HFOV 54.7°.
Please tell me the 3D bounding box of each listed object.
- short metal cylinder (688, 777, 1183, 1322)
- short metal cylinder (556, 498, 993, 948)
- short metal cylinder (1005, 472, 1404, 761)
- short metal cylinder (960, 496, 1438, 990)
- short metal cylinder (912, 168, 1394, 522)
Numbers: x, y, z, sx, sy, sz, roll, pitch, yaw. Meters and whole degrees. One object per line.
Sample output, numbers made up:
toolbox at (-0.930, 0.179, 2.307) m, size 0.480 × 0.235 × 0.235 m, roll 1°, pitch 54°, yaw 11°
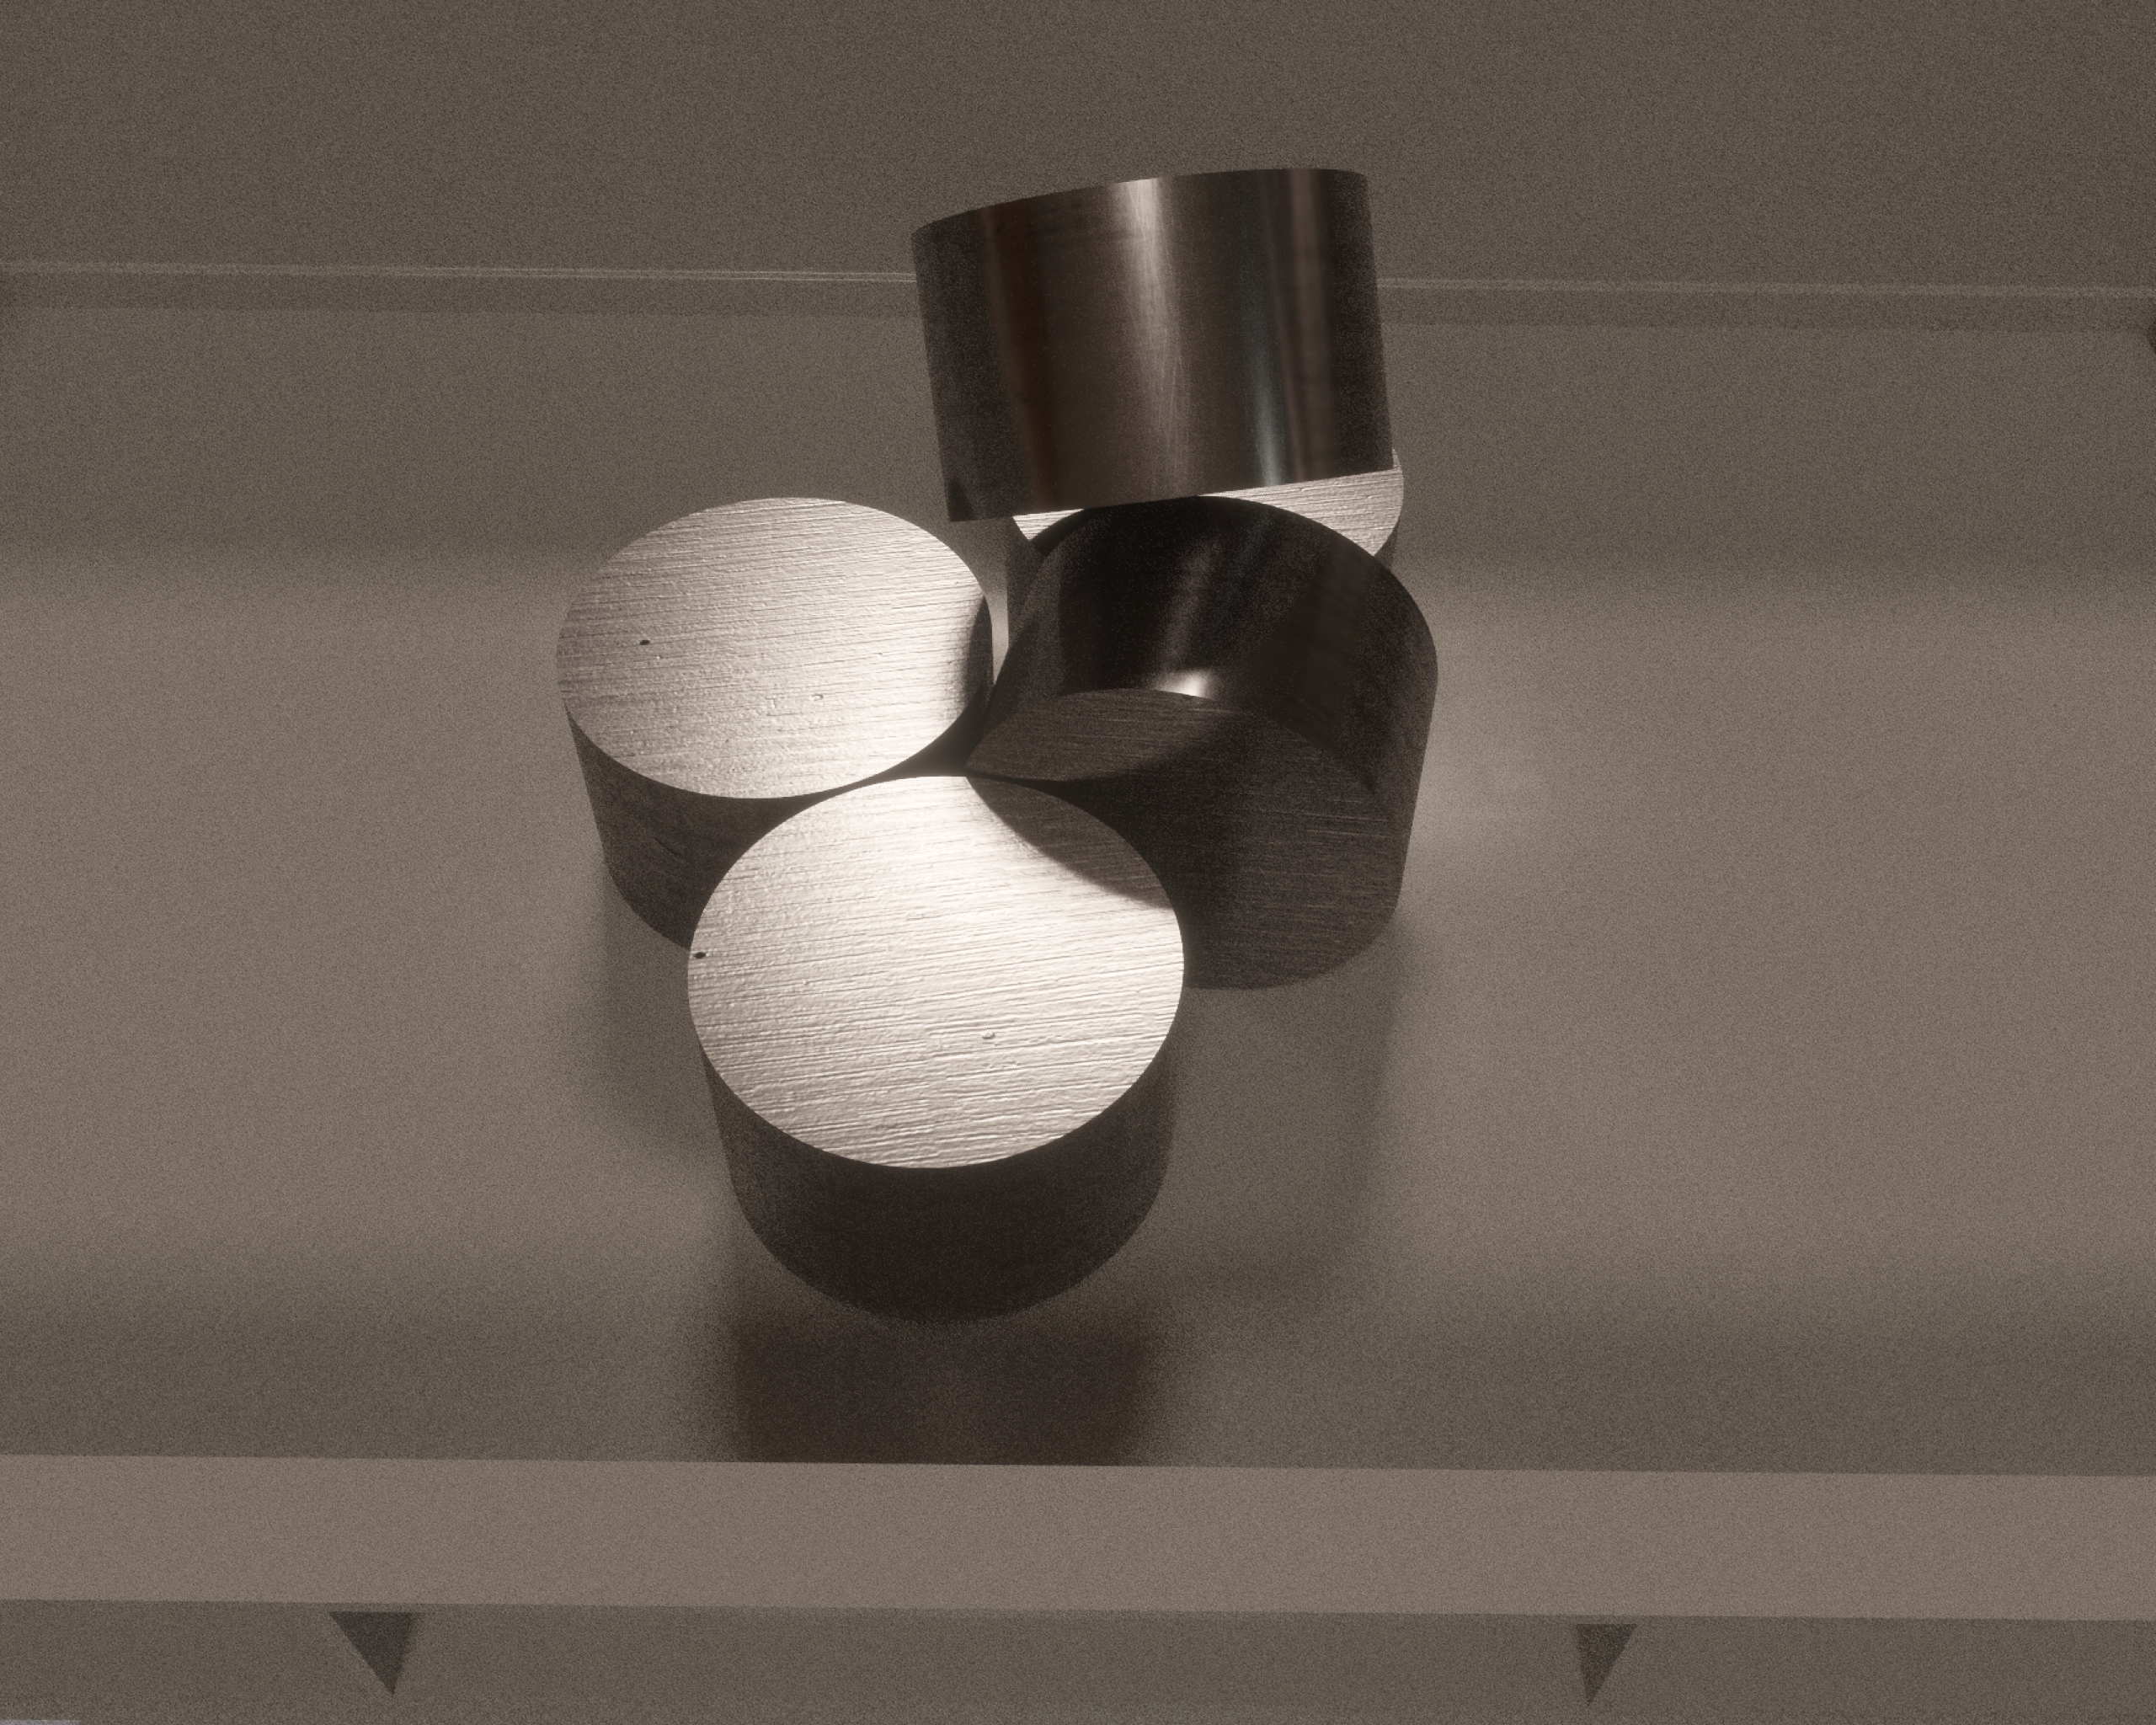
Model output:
short metal cylinder at (-0.023, 0.031, 0.359) m, size 0.081 × 0.050 × 0.080 m, roll 0°, pitch 50°, yaw 0°
short metal cylinder at (-0.056, -0.026, 0.407) m, size 0.081 × 0.050 × 0.080 m, roll 0°, pitch 50°, yaw 0°
short metal cylinder at (0.025, -0.062, 0.439) m, size 0.081 × 0.050 × 0.080 m, roll 0°, pitch 50°, yaw 0°
short metal cylinder at (0.023, -0.021, 0.386) m, size 0.080 × 0.080 × 0.050 m, roll 10°, pitch 51°, yaw 8°
short metal cylinder at (0.014, -0.091, 0.372) m, size 0.080 × 0.050 × 0.080 m, roll -7°, pitch 10°, yaw 1°
